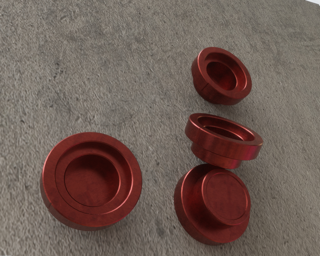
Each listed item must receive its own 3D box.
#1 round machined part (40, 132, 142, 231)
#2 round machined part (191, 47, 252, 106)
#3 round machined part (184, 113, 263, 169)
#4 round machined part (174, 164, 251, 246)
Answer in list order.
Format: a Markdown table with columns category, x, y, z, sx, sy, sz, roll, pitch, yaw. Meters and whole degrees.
| category | x | y | z | sx | sy | sz | roll | pitch | yaw |
| --- | --- | --- | --- | --- | --- | --- | --- | --- | --- |
| round machined part | -0.072 | 0.057 | 0.320 | 0.099 | 0.042 | 0.098 | 14 | 56 | -21 |
| round machined part | 0.092 | -0.076 | 0.489 | 0.099 | 0.042 | 0.098 | 14 | 56 | -21 |
| round machined part | 0.079 | 0.019 | 0.403 | 0.099 | 0.042 | 0.098 | 15 | 19 | -5 |
| round machined part | 0.070 | 0.088 | 0.377 | 0.099 | 0.042 | 0.098 | 14 | 56 | -21 |
